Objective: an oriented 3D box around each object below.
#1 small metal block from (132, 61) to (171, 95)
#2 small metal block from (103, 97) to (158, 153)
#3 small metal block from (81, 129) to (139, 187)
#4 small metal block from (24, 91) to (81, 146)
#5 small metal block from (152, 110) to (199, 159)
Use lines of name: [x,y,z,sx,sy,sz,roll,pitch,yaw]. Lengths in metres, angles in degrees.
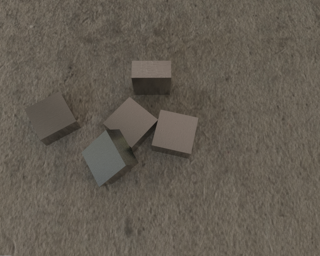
small metal block: [-0.011,-0.067,0.419,0.050,0.050,0.025,0,70,-1]
small metal block: [-0.038,-0.004,0.409,0.050,0.025,0.050,39,74,13]
small metal block: [-0.062,0.036,0.381,0.050,0.025,0.050,-40,71,26]
small metal block: [-0.142,-0.013,0.411,0.050,0.025,0.050,-30,73,-11]
small metal block: [0.020,0.008,0.405,0.050,0.025,0.050,13,70,4]
